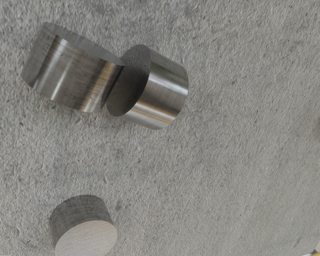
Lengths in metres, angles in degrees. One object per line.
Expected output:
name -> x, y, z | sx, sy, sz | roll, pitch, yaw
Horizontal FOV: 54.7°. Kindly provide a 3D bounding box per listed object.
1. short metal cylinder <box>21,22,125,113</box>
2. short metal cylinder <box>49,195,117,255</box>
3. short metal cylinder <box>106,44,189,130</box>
short metal cylinder -> -0.080, -0.057, 0.292 | 0.080, 0.080, 0.050 | 19, 108, -36
short metal cylinder -> -0.104, 0.138, 0.419 | 0.081, 0.050, 0.079 | -14, 124, -21
short metal cylinder -> -0.015, -0.043, 0.336 | 0.050, 0.080, 0.080 | 21, 107, -36
